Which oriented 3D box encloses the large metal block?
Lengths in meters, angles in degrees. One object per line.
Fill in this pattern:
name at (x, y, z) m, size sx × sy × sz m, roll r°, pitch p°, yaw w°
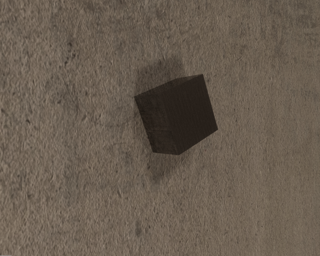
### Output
large metal block at (0.023, -0.019, 0.410) m, size 0.081 × 0.050 × 0.080 m, roll -29°, pitch 108°, yaw -37°
